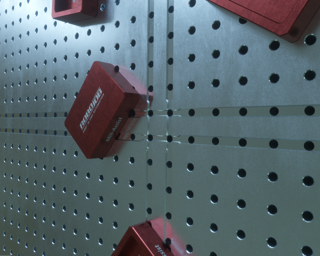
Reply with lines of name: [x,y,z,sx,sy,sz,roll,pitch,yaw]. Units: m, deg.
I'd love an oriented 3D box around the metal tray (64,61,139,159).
metal tray: [-0.096,-0.027,0.487,0.090,0.030,0.129,48,118,29]

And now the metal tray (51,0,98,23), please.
metal tray: [-0.143,-0.252,0.525,0.090,0.030,0.129,8,95,40]

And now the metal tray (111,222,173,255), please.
metal tray: [-0.011,0.205,0.416,0.130,0.030,0.090,45,117,31]

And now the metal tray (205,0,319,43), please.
metal tray: [0.105,-0.157,0.319,0.130,0.030,0.090,42,115,32]
